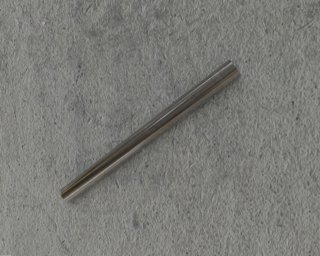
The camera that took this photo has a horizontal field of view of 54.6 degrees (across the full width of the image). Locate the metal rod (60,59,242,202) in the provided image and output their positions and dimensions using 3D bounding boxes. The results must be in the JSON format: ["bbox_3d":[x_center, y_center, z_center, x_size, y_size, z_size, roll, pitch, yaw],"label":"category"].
[{"bbox_3d":[-0.023,0.013,0.419,0.300,0.025,0.025,-37,78,16],"label":"metal rod"}]
